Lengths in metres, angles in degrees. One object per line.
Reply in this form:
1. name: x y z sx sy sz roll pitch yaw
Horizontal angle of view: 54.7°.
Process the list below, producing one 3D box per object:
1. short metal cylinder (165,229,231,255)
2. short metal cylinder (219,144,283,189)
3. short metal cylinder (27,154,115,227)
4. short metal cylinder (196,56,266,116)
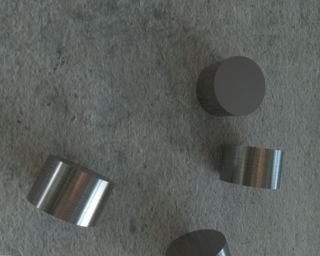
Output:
1. short metal cylinder: 0.053 0.175 0.401 0.081 0.080 0.050 -21 97 -19
2. short metal cylinder: 0.125 0.052 0.428 0.081 0.080 0.050 8 87 -20
3. short metal cylinder: -0.097 0.068 0.345 0.080 0.080 0.050 28 81 -18
4. short metal cylinder: 0.098 -0.056 0.433 0.081 0.050 0.079 0 90 -21
